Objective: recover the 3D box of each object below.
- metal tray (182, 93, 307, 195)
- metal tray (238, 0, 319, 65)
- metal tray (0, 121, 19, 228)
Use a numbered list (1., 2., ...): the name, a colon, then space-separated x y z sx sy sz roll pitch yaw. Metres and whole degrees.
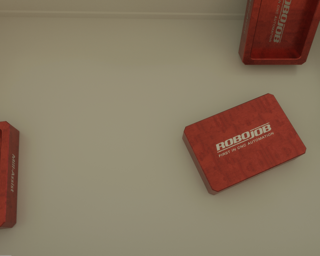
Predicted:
1. metal tray: 0.106 0.019 0.400 0.131 0.030 0.090 -22 72 -8
2. metal tray: 0.161 -0.148 0.410 0.091 0.129 0.030 0 40 0
3. metal tray: -0.228 0.061 0.382 0.091 0.030 0.130 -7 70 -3
